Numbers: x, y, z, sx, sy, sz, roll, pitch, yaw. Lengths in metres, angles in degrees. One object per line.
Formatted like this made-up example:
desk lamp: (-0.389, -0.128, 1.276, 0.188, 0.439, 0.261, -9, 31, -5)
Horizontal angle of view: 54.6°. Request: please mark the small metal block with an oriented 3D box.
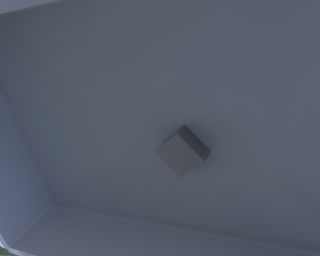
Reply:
small metal block: (0.030, 0.032, 0.413, 0.050, 0.025, 0.050, 45, 129, -3)
